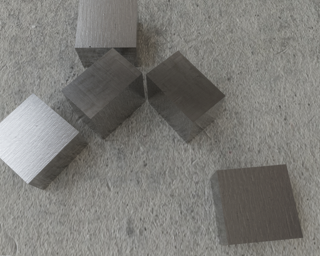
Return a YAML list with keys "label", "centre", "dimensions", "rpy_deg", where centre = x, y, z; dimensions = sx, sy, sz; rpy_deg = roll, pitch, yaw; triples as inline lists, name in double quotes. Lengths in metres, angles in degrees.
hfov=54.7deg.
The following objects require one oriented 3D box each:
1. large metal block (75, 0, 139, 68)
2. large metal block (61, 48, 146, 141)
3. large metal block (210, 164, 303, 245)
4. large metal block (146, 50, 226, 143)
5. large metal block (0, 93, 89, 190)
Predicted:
- label: "large metal block"
  centre: [-0.072, -0.135, 0.443]
  dimensions: [0.081, 0.050, 0.080]
  rpy_deg: [0, 70, 0]
- label: "large metal block"
  centre: [-0.066, -0.040, 0.393]
  dimensions: [0.050, 0.080, 0.080]
  rpy_deg: [42, 75, 13]
- label: "large metal block"
  centre: [0.108, 0.090, 0.362]
  dimensions: [0.081, 0.050, 0.080]
  rpy_deg: [-5, 70, -2]
- label: "large metal block"
  centre: [0.029, -0.036, 0.392]
  dimensions: [0.050, 0.080, 0.080]
  rpy_deg: [-39, 75, -13]
- label: "large metal block"
  centre: [-0.152, 0.018, 0.387]
  dimensions: [0.080, 0.050, 0.080]
  rpy_deg: [38, 74, 12]
